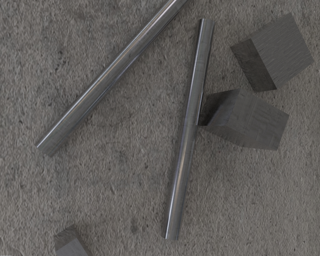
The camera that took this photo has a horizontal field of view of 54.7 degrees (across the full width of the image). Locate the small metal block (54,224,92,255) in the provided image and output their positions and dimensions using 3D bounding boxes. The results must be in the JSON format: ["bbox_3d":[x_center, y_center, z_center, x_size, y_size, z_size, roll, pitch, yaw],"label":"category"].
[{"bbox_3d":[-0.098,0.147,0.360,0.025,0.050,0.050,-31,100,-17],"label":"small metal block"}]

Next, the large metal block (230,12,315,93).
[{"bbox_3d":[0.165,-0.109,0.457,0.080,0.050,0.080,-35,102,-17],"label":"large metal block"}]

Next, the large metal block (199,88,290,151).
[{"bbox_3d":[0.109,-0.010,0.420,0.080,0.080,0.050,25,82,-19],"label":"large metal block"}]

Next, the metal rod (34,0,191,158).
[{"bbox_3d":[-0.044,-0.087,0.392,0.025,0.025,0.300,43,77,-15],"label":"metal rod"}]

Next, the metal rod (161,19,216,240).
[{"bbox_3d":[0.039,-0.001,0.423,0.025,0.025,0.298,11,86,-20],"label":"metal rod"}]
